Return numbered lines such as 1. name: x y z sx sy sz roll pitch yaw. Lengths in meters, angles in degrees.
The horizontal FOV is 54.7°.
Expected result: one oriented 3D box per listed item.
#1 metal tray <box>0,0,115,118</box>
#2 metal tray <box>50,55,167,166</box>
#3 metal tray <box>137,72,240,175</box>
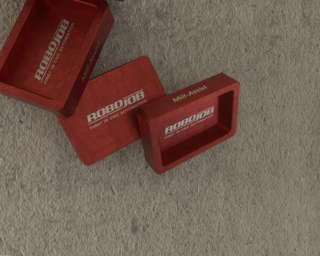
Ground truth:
1. metal tray: -0.116 -0.086 0.339 0.090 0.030 0.130 19 80 8
2. metal tray: -0.056 -0.023 0.385 0.131 0.030 0.090 -29 100 -18
3. metal tray: 0.040 -0.006 0.393 0.131 0.030 0.089 -25 133 -21
